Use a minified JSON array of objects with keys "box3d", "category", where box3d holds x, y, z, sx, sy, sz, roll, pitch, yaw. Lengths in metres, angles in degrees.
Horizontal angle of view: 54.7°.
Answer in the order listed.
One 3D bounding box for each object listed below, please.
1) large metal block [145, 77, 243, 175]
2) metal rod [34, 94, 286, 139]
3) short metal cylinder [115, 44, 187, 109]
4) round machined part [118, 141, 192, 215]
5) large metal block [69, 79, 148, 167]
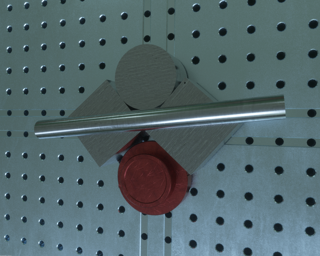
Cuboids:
[{"box3d":[0.041,-0.003,0.378,0.080,0.050,0.080,44,105,14],"category":"large metal block"},{"box3d":[-0.017,-0.009,0.359,0.301,0.025,0.025,-5,89,20],"category":"metal rod"},{"box3d":[-0.010,-0.062,0.399,0.080,0.050,0.079,0,90,20],"category":"short metal cylinder"},{"box3d":[-0.012,0.065,0.403,0.098,0.042,0.097,0,90,19],"category":"round machined part"},{"box3d":[-0.064,-0.006,0.418,0.080,0.050,0.080,-41,79,15],"category":"large metal block"}]
